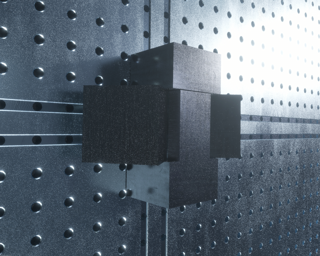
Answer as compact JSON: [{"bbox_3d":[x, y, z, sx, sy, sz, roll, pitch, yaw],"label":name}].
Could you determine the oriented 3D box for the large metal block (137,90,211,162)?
[{"bbox_3d":[0.015,-0.002,0.387,0.050,0.080,0.079,1,89,-40],"label":"large metal block"}]

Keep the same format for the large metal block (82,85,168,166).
[{"bbox_3d":[-0.036,-0.004,0.337,0.050,0.080,0.079,1,90,-80],"label":"large metal block"}]

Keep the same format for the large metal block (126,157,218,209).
[{"bbox_3d":[0.015,0.062,0.386,0.081,0.080,0.050,1,90,-40],"label":"large metal block"}]

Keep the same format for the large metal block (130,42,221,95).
[{"bbox_3d":[0.019,-0.068,0.390,0.081,0.080,0.050,1,90,-40],"label":"large metal block"}]

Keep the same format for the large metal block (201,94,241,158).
[{"bbox_3d":[0.074,-0.002,0.427,0.050,0.080,0.079,1,89,-3],"label":"large metal block"}]
